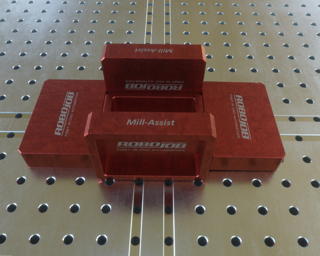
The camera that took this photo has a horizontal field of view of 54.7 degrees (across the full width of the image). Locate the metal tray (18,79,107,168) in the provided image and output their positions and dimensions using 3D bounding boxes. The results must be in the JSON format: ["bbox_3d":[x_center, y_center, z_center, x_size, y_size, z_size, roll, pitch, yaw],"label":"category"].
[{"bbox_3d":[-0.120,-0.010,0.411,0.091,0.030,0.130,1,50,0],"label":"metal tray"}]

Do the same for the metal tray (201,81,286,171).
[{"bbox_3d":[0.102,-0.007,0.409,0.091,0.030,0.130,2,50,-1],"label":"metal tray"}]

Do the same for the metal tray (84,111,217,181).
[{"bbox_3d":[-0.010,0.023,0.344,0.131,0.089,0.030,1,50,0],"label":"metal tray"}]

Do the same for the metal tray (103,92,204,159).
[{"bbox_3d":[-0.009,-0.005,0.406,0.131,0.030,0.090,1,50,0],"label":"metal tray"}]

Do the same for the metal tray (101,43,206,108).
[{"bbox_3d":[-0.008,-0.069,0.423,0.131,0.089,0.030,1,50,0],"label":"metal tray"}]
